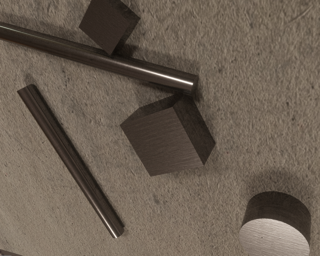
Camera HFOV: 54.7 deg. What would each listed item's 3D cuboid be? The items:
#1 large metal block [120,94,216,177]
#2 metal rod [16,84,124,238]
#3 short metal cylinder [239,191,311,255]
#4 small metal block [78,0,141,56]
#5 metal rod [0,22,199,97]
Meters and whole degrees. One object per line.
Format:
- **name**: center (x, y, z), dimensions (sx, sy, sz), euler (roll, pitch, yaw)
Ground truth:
- **large metal block**: center (0.011, 0.008, 0.389), dimensions (0.080, 0.050, 0.080), euler (-18, 109, 34)
- **metal rod**: center (-0.142, 0.064, 0.518), dimensions (0.025, 0.025, 0.299), euler (-16, 111, 34)
- **short metal cylinder**: center (0.146, 0.128, 0.392), dimensions (0.080, 0.050, 0.079), euler (13, 124, 20)
- **small metal block**: center (-0.059, -0.123, 0.361), dimensions (0.050, 0.025, 0.050), euler (42, 129, -1)
- **metal rod**: center (-0.097, -0.094, 0.397), dimensions (0.301, 0.025, 0.025), euler (19, 126, 16)
